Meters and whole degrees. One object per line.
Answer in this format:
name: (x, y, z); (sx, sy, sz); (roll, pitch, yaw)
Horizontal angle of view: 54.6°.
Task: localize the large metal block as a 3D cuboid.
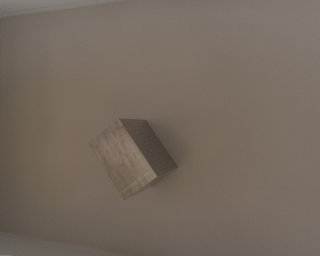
large metal block: (-0.030, 0.036, 0.392); (0.050, 0.080, 0.080); (-38, 78, 16)
